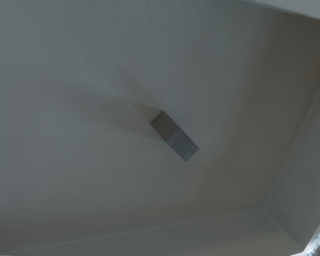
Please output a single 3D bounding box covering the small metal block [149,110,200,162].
[{"bbox_3d":[0.019,0.010,0.409,0.025,0.050,0.050,-43,129,2],"label":"small metal block"}]
